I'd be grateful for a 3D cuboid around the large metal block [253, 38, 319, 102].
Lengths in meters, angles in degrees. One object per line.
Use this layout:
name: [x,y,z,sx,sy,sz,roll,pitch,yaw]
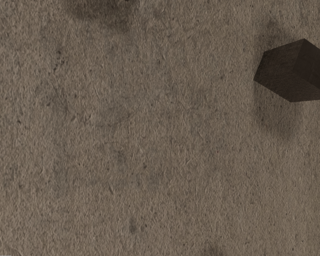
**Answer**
large metal block: [0.202,-0.080,0.456,0.080,0.080,0.050,26,82,-19]
